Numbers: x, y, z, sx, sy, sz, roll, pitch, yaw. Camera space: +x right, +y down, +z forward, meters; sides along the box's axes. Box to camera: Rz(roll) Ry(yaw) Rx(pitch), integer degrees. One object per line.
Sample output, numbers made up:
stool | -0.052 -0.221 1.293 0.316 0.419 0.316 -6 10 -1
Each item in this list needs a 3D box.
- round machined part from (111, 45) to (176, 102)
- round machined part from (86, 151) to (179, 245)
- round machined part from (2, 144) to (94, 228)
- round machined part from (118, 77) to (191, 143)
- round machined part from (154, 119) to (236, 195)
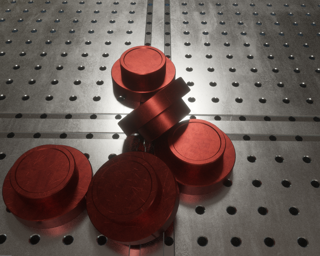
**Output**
round machined part | -0.025 -0.088 0.471 0.099 0.042 0.098 0 50 0
round machined part | -0.031 0.068 0.324 0.098 0.042 0.098 -6 59 10
round machined part | -0.125 0.057 0.347 0.099 0.042 0.098 0 50 0
round machined part | -0.001 -0.018 0.387 0.099 0.098 0.042 -38 94 -28
round machined part | 0.042 0.027 0.374 0.099 0.042 0.098 1 50 0
